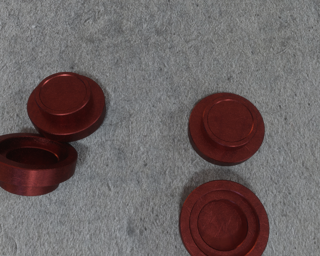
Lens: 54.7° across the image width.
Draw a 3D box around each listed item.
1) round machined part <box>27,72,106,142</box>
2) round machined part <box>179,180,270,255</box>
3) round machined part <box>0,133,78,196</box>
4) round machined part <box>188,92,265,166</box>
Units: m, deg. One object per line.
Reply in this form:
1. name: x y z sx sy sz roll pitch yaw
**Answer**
1. round machined part: -0.121 -0.034 0.400 0.099 0.042 0.098 2 59 -3
2. round machined part: 0.071 0.112 0.358 0.099 0.042 0.098 0 70 0
3. round machined part: -0.150 0.044 0.363 0.098 0.098 0.042 17 107 6
4. round machined part: 0.087 -0.003 0.400 0.099 0.042 0.098 0 70 0
